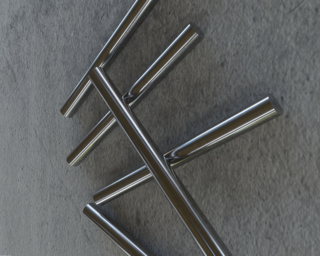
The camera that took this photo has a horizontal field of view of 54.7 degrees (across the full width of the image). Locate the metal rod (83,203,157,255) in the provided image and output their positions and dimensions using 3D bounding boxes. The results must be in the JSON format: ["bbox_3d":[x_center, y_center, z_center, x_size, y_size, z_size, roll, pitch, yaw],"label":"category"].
[{"bbox_3d":[-0.004,0.184,0.406,0.300,0.025,0.025,26,107,36],"label":"metal rod"}]

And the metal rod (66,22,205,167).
[{"bbox_3d":[-0.051,-0.031,0.444,0.299,0.025,0.025,-42,65,31],"label":"metal rod"}]

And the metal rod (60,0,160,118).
[{"bbox_3d":[-0.069,-0.119,0.459,0.299,0.025,0.025,-45,63,30],"label":"metal rod"}]

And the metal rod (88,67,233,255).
[{"bbox_3d":[-0.012,0.032,0.378,0.025,0.025,0.300,-50,61,28],"label":"metal rod"}]

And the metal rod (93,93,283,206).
[{"bbox_3d":[0.011,0.042,0.393,0.299,0.025,0.025,-32,70,35],"label":"metal rod"}]
